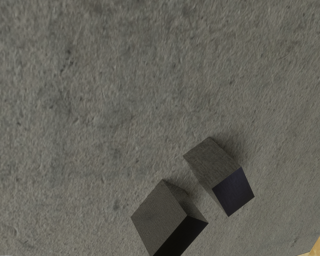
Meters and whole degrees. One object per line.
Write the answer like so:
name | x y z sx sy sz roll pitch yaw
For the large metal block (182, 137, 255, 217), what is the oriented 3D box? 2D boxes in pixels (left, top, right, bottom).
large metal block | 0.088 0.073 0.467 0.050 0.080 0.080 -36 130 -5

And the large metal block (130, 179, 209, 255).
large metal block | 0.012 0.139 0.465 0.050 0.080 0.080 32 101 -39
